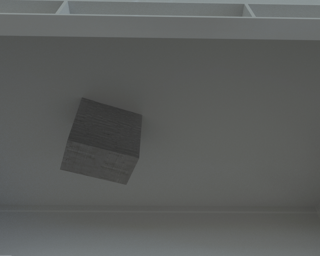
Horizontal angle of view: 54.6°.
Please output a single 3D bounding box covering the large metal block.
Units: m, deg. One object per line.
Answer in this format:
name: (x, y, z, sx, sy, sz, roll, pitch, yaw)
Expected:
large metal block: (-0.070, 0.015, 0.385, 0.080, 0.080, 0.050, 16, 128, -13)
